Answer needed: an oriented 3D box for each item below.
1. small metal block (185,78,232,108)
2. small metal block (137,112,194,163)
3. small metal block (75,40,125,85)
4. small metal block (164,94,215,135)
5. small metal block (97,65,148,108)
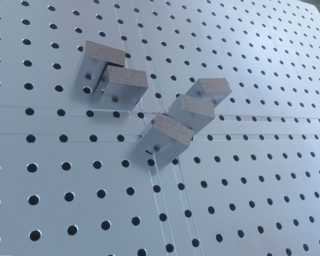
[{"bbox_3d":[0.069,-0.049,0.462,0.050,0.050,0.025,-7,66,-32],"label":"small metal block"},{"bbox_3d":[0.006,0.013,0.389,0.050,0.050,0.025,29,52,-10],"label":"small metal block"},{"bbox_3d":[-0.077,-0.081,0.401,0.050,0.050,0.025,11,57,-23],"label":"small metal block"},{"bbox_3d":[0.039,-0.017,0.426,0.050,0.050,0.025,12,57,-22],"label":"small metal block"},{"bbox_3d":[-0.049,-0.052,0.398,0.050,0.050,0.025,5,60,-26],"label":"small metal block"}]
